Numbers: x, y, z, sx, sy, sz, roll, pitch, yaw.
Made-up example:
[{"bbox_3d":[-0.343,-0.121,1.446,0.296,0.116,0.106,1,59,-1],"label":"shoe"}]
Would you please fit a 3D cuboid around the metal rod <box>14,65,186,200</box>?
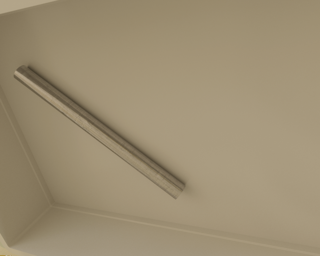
[{"bbox_3d":[-0.091,0.005,0.459,0.300,0.025,0.025,37,129,3],"label":"metal rod"}]
